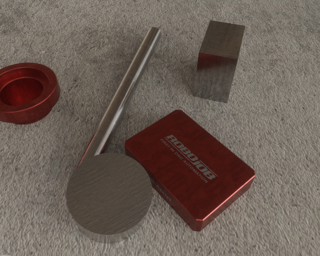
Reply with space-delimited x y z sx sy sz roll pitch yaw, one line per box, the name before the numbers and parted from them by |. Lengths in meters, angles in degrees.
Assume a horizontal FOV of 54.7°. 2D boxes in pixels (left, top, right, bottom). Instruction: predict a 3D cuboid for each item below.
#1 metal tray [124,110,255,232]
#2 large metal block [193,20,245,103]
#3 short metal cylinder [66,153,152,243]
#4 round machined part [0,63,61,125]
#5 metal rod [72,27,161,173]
metal tray | 0.032 0.043 0.365 0.091 0.030 0.130 -33 58 -25
large metal block | 0.085 -0.096 0.449 0.050 0.080 0.080 13 51 10
short metal cylinder | -0.050 0.072 0.315 0.081 0.050 0.080 4 61 -7
round machined part | -0.187 -0.043 0.426 0.099 0.042 0.098 0 50 0
metal rod | -0.049 -0.055 0.448 0.025 0.025 0.300 12 51 9
